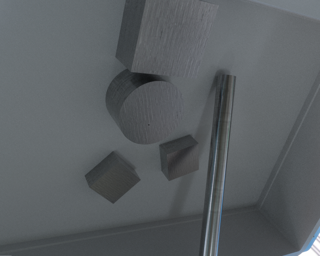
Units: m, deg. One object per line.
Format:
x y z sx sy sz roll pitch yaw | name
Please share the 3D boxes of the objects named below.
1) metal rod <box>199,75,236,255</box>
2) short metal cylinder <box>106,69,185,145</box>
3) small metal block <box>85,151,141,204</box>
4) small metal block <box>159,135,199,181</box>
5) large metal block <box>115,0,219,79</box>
0.076 0.078 0.423 0.025 0.025 0.298 5 92 -31 | metal rod
-0.018 -0.027 0.367 0.081 0.050 0.079 -14 125 -21 | short metal cylinder
-0.063 0.067 0.417 0.050 0.025 0.050 -41 130 0 | small metal block
0.029 0.043 0.453 0.050 0.025 0.050 -18 126 -19 | small metal block
0.005 -0.103 0.333 0.081 0.050 0.079 0 118 -29 | large metal block
